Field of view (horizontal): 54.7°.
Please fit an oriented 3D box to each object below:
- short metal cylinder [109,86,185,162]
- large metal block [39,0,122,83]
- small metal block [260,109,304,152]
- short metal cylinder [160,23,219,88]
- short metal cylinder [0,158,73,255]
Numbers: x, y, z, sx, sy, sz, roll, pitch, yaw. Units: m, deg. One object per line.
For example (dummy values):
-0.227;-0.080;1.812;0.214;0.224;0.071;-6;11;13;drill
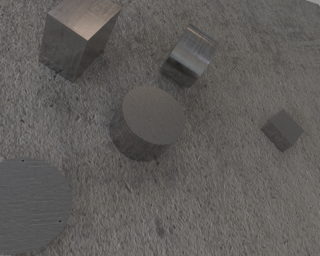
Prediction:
-0.016;-0.005;0.382;0.081;0.050;0.080;14;56;-21;short metal cylinder
-0.100;-0.117;0.386;0.050;0.080;0.080;34;51;-6;large metal block
0.202;0.004;0.510;0.050;0.025;0.050;49;51;6;small metal block
0.042;-0.106;0.456;0.050;0.080;0.080;32;52;-8;short metal cylinder
-0.124;0.073;0.276;0.081;0.050;0.080;14;56;-21;short metal cylinder
